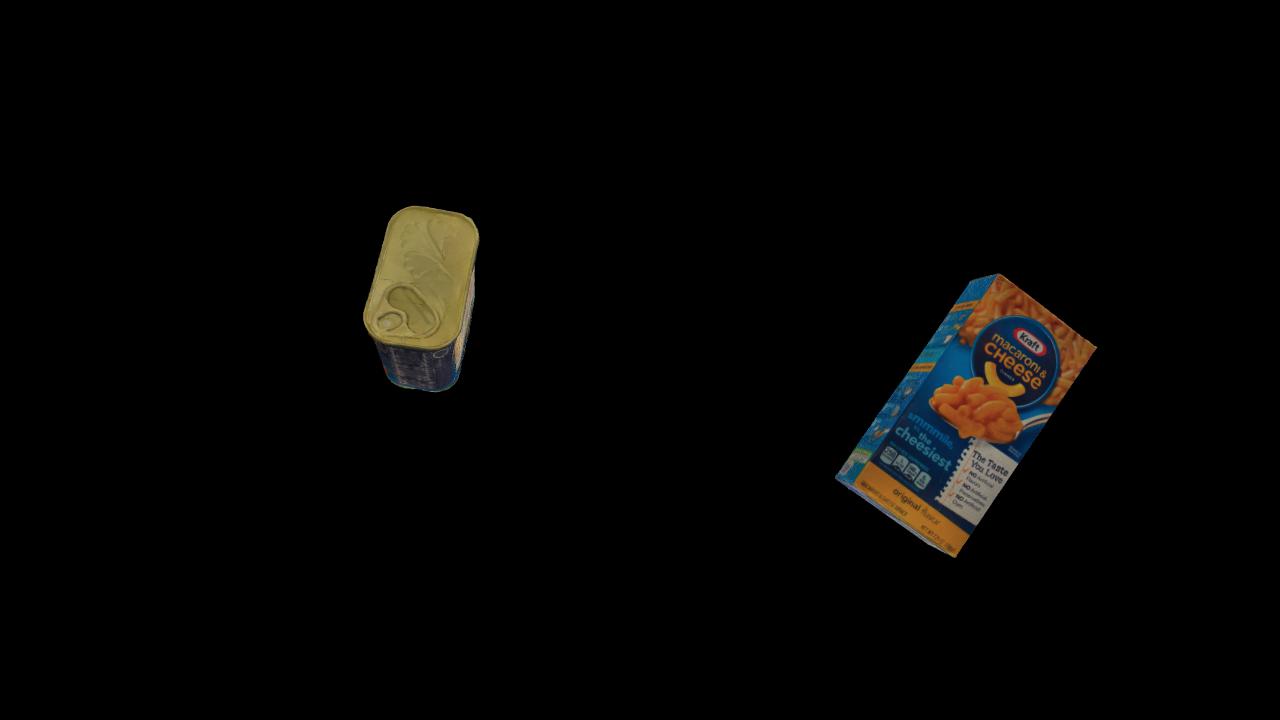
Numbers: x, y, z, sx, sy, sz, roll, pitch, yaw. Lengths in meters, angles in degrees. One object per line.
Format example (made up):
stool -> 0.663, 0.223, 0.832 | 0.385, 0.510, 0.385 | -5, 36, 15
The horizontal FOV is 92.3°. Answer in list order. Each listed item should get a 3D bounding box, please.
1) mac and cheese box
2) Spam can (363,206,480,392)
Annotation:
mac and cheese box -> 0.234, 0.039, 0.445 | 0.093, 0.184, 0.041 | 35, -3, -1
Spam can -> -0.145, -0.038, 0.422 | 0.058, 0.101, 0.085 | 9, -25, -11
